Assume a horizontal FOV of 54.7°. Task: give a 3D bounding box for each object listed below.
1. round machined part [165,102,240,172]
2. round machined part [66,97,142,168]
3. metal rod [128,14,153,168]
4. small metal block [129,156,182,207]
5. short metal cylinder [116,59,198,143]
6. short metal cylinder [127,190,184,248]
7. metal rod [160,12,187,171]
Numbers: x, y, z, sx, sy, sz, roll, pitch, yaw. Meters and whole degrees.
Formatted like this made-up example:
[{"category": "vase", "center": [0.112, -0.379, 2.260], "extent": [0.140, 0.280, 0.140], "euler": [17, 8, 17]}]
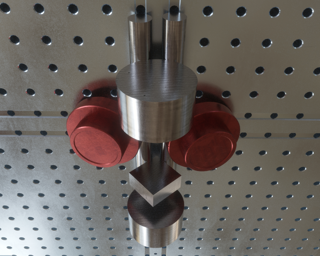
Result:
[{"category": "round machined part", "center": [0.058, 0.018, 0.399], "extent": [0.099, 0.042, 0.097], "euler": [-10, 132, -11]}, {"category": "round machined part", "center": [-0.074, 0.012, 0.394], "extent": [0.098, 0.042, 0.097], "euler": [9, 131, 10]}, {"category": "metal rod", "center": [-0.022, 0.002, 0.411], "extent": [0.025, 0.025, 0.298], "euler": [0, 130, -1]}, {"category": "small metal block", "center": [-0.007, 0.072, 0.425], "extent": [0.050, 0.050, 0.025], "euler": [-29, 139, -32]}, {"category": "short metal cylinder", "center": [-0.003, -0.030, 0.321], "extent": [0.081, 0.080, 0.050], "euler": [1, 130, -1]}, {"category": "short metal cylinder", "center": [-0.006, 0.126, 0.454], "extent": [0.081, 0.080, 0.050], "euler": [1, 130, -1]}, {"category": "metal rod", "center": [0.013, 0.000, 0.411], "extent": [0.025, 0.025, 0.298], "euler": [0, 130, -1]}]
